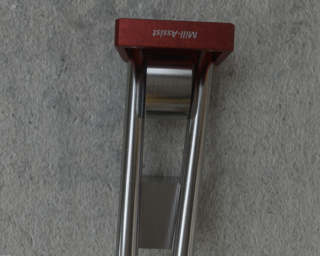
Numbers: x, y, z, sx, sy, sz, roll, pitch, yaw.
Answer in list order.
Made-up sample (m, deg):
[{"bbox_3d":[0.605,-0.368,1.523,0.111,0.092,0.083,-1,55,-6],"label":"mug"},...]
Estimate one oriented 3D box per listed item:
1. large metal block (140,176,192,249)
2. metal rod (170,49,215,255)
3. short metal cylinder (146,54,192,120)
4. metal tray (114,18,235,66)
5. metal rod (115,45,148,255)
[{"bbox_3d":[0.002,0.105,0.397,0.081,0.050,0.079,2,90,-1],"label":"large metal block"},{"bbox_3d":[0.038,0.045,0.365,0.025,0.025,0.299,9,75,-1],"label":"metal rod"},{"bbox_3d":[0.010,-0.050,0.384,0.050,0.080,0.079,2,90,-1],"label":"short metal cylinder"},{"bbox_3d":[0.016,-0.102,0.378,0.131,0.090,0.030,2,90,-1],"label":"metal tray"},{"bbox_3d":[-0.033,0.042,0.365,0.025,0.025,0.299,2,75,-1],"label":"metal rod"}]
